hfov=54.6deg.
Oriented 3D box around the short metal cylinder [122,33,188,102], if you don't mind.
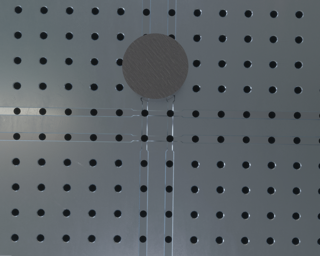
[{"bbox_3d":[-0.006,-0.075,0.401,0.080,0.050,0.080,0,90,0],"label":"short metal cylinder"}]
